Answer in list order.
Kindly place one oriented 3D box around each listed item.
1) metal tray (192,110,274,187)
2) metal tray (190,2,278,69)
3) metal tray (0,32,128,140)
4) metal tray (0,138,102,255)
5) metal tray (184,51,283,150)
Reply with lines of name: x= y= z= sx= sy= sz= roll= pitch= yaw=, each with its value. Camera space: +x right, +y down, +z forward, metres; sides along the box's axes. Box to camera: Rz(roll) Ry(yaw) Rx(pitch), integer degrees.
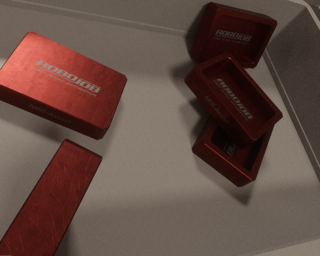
metal tray: x=0.113 y=0.010 z=0.458 sx=0.090 sy=0.030 sz=0.130 roll=38 pitch=51 yaw=-3
metal tray: x=0.125 y=-0.152 z=0.523 sx=0.131 sy=0.089 sz=0.030 roll=0 pitch=37 yaw=-29
metal tray: x=-0.114 y=-0.051 z=0.373 sx=0.131 sy=0.030 sz=0.090 roll=24 pitch=53 yaw=-14
metal tray: x=-0.093 y=0.075 z=0.243 sx=0.030 sy=0.129 sz=0.090 roll=29 pitch=52 yaw=-10
metal tray: x=0.108 y=-0.044 z=0.450 sx=0.091 sy=0.030 sz=0.130 roll=-31 pitch=79 yaw=-38
